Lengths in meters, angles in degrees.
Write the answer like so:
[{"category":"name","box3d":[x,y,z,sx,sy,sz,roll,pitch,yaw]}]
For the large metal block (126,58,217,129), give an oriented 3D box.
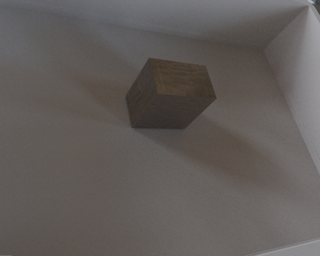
[{"category":"large metal block","box3d":[0.011,-0.040,0.397,0.081,0.080,0.050,1,61,-28]}]
